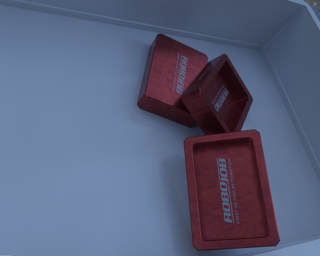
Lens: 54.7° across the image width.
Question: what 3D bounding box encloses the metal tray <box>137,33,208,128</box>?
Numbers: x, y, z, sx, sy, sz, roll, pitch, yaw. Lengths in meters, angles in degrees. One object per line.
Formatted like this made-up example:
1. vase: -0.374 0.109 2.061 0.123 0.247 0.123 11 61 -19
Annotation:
1. metal tray: 0.023 -0.073 0.461 0.091 0.030 0.130 21 54 -16

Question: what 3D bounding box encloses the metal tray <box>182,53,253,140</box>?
1. metal tray: 0.088 -0.042 0.446 0.090 0.030 0.131 55 40 -15

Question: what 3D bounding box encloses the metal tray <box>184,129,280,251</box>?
1. metal tray: 0.079 0.071 0.361 0.090 0.030 0.130 -7 68 9
